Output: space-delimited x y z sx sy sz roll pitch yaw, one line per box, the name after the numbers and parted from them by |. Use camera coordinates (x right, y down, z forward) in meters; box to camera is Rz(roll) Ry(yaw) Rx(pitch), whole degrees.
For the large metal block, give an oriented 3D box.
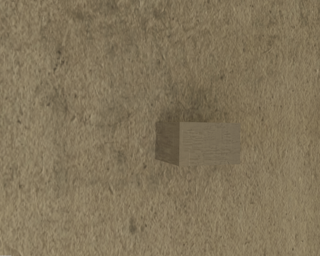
0.046 0.018 0.398 0.081 0.080 0.050 1 90 -20 | large metal block
